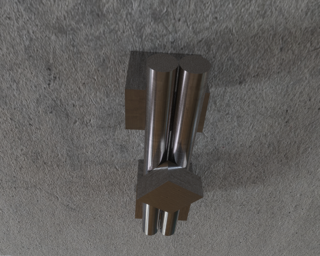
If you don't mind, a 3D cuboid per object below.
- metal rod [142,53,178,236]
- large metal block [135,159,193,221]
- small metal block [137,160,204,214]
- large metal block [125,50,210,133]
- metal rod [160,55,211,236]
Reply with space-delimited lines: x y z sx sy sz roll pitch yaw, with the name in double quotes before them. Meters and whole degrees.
"metal rod" -0.006 0.049 0.354 0.025 0.025 0.298 2 137 -2
"large metal block" 0.005 0.096 0.473 0.081 0.050 0.079 4 130 -4
"small metal block" 0.010 0.066 0.336 0.050 0.025 0.050 30 130 -30
"large metal block" 0.006 -0.042 0.338 0.081 0.080 0.050 3 130 -3
"metal rod" 0.020 0.050 0.356 0.025 0.025 0.298 2 137 -2
